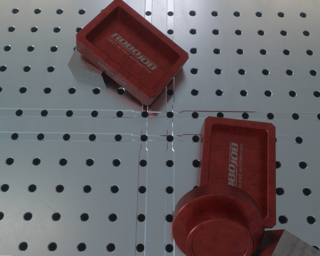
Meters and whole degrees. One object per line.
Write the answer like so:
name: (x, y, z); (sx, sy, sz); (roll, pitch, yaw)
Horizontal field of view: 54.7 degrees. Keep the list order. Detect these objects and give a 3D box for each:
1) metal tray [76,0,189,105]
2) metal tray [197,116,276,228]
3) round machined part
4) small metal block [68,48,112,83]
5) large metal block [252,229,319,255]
metal tray: (-0.037, -0.105, 0.428); (0.130, 0.030, 0.090); (39, 69, -1)
metal tray: (0.095, 0.054, 0.389); (0.091, 0.030, 0.130); (7, 70, 2)
round machined part: (0.062, 0.113, 0.333); (0.099, 0.042, 0.097); (2, 113, 4)
small metal block: (-0.097, -0.099, 0.447); (0.050, 0.025, 0.050); (17, 71, 6)
large metal block: (0.122, 0.157, 0.326); (0.050, 0.080, 0.080); (32, 73, 11)
